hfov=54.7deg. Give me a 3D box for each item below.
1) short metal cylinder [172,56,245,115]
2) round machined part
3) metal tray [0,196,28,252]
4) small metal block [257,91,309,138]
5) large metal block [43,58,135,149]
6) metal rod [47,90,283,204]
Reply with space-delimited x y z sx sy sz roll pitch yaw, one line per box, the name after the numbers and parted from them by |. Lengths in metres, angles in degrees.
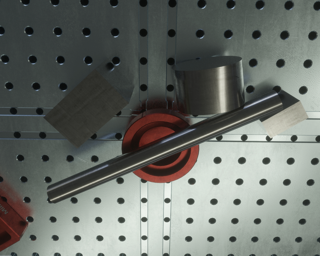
0.057 -0.052 0.365 0.080 0.080 0.050 -8 110 3 | short metal cylinder
0.001 0.020 0.412 0.099 0.042 0.097 0 110 0 | round machined part
-0.275 0.130 0.455 0.090 0.030 0.130 -32 107 11 | metal tray
0.150 -0.018 0.394 0.050 0.050 0.025 -31 107 11 | small metal block
-0.080 -0.033 0.371 0.080 0.080 0.050 -40 106 13 | large metal block
-0.001 0.027 0.378 0.301 0.025 0.025 -23 109 8 | metal rod
